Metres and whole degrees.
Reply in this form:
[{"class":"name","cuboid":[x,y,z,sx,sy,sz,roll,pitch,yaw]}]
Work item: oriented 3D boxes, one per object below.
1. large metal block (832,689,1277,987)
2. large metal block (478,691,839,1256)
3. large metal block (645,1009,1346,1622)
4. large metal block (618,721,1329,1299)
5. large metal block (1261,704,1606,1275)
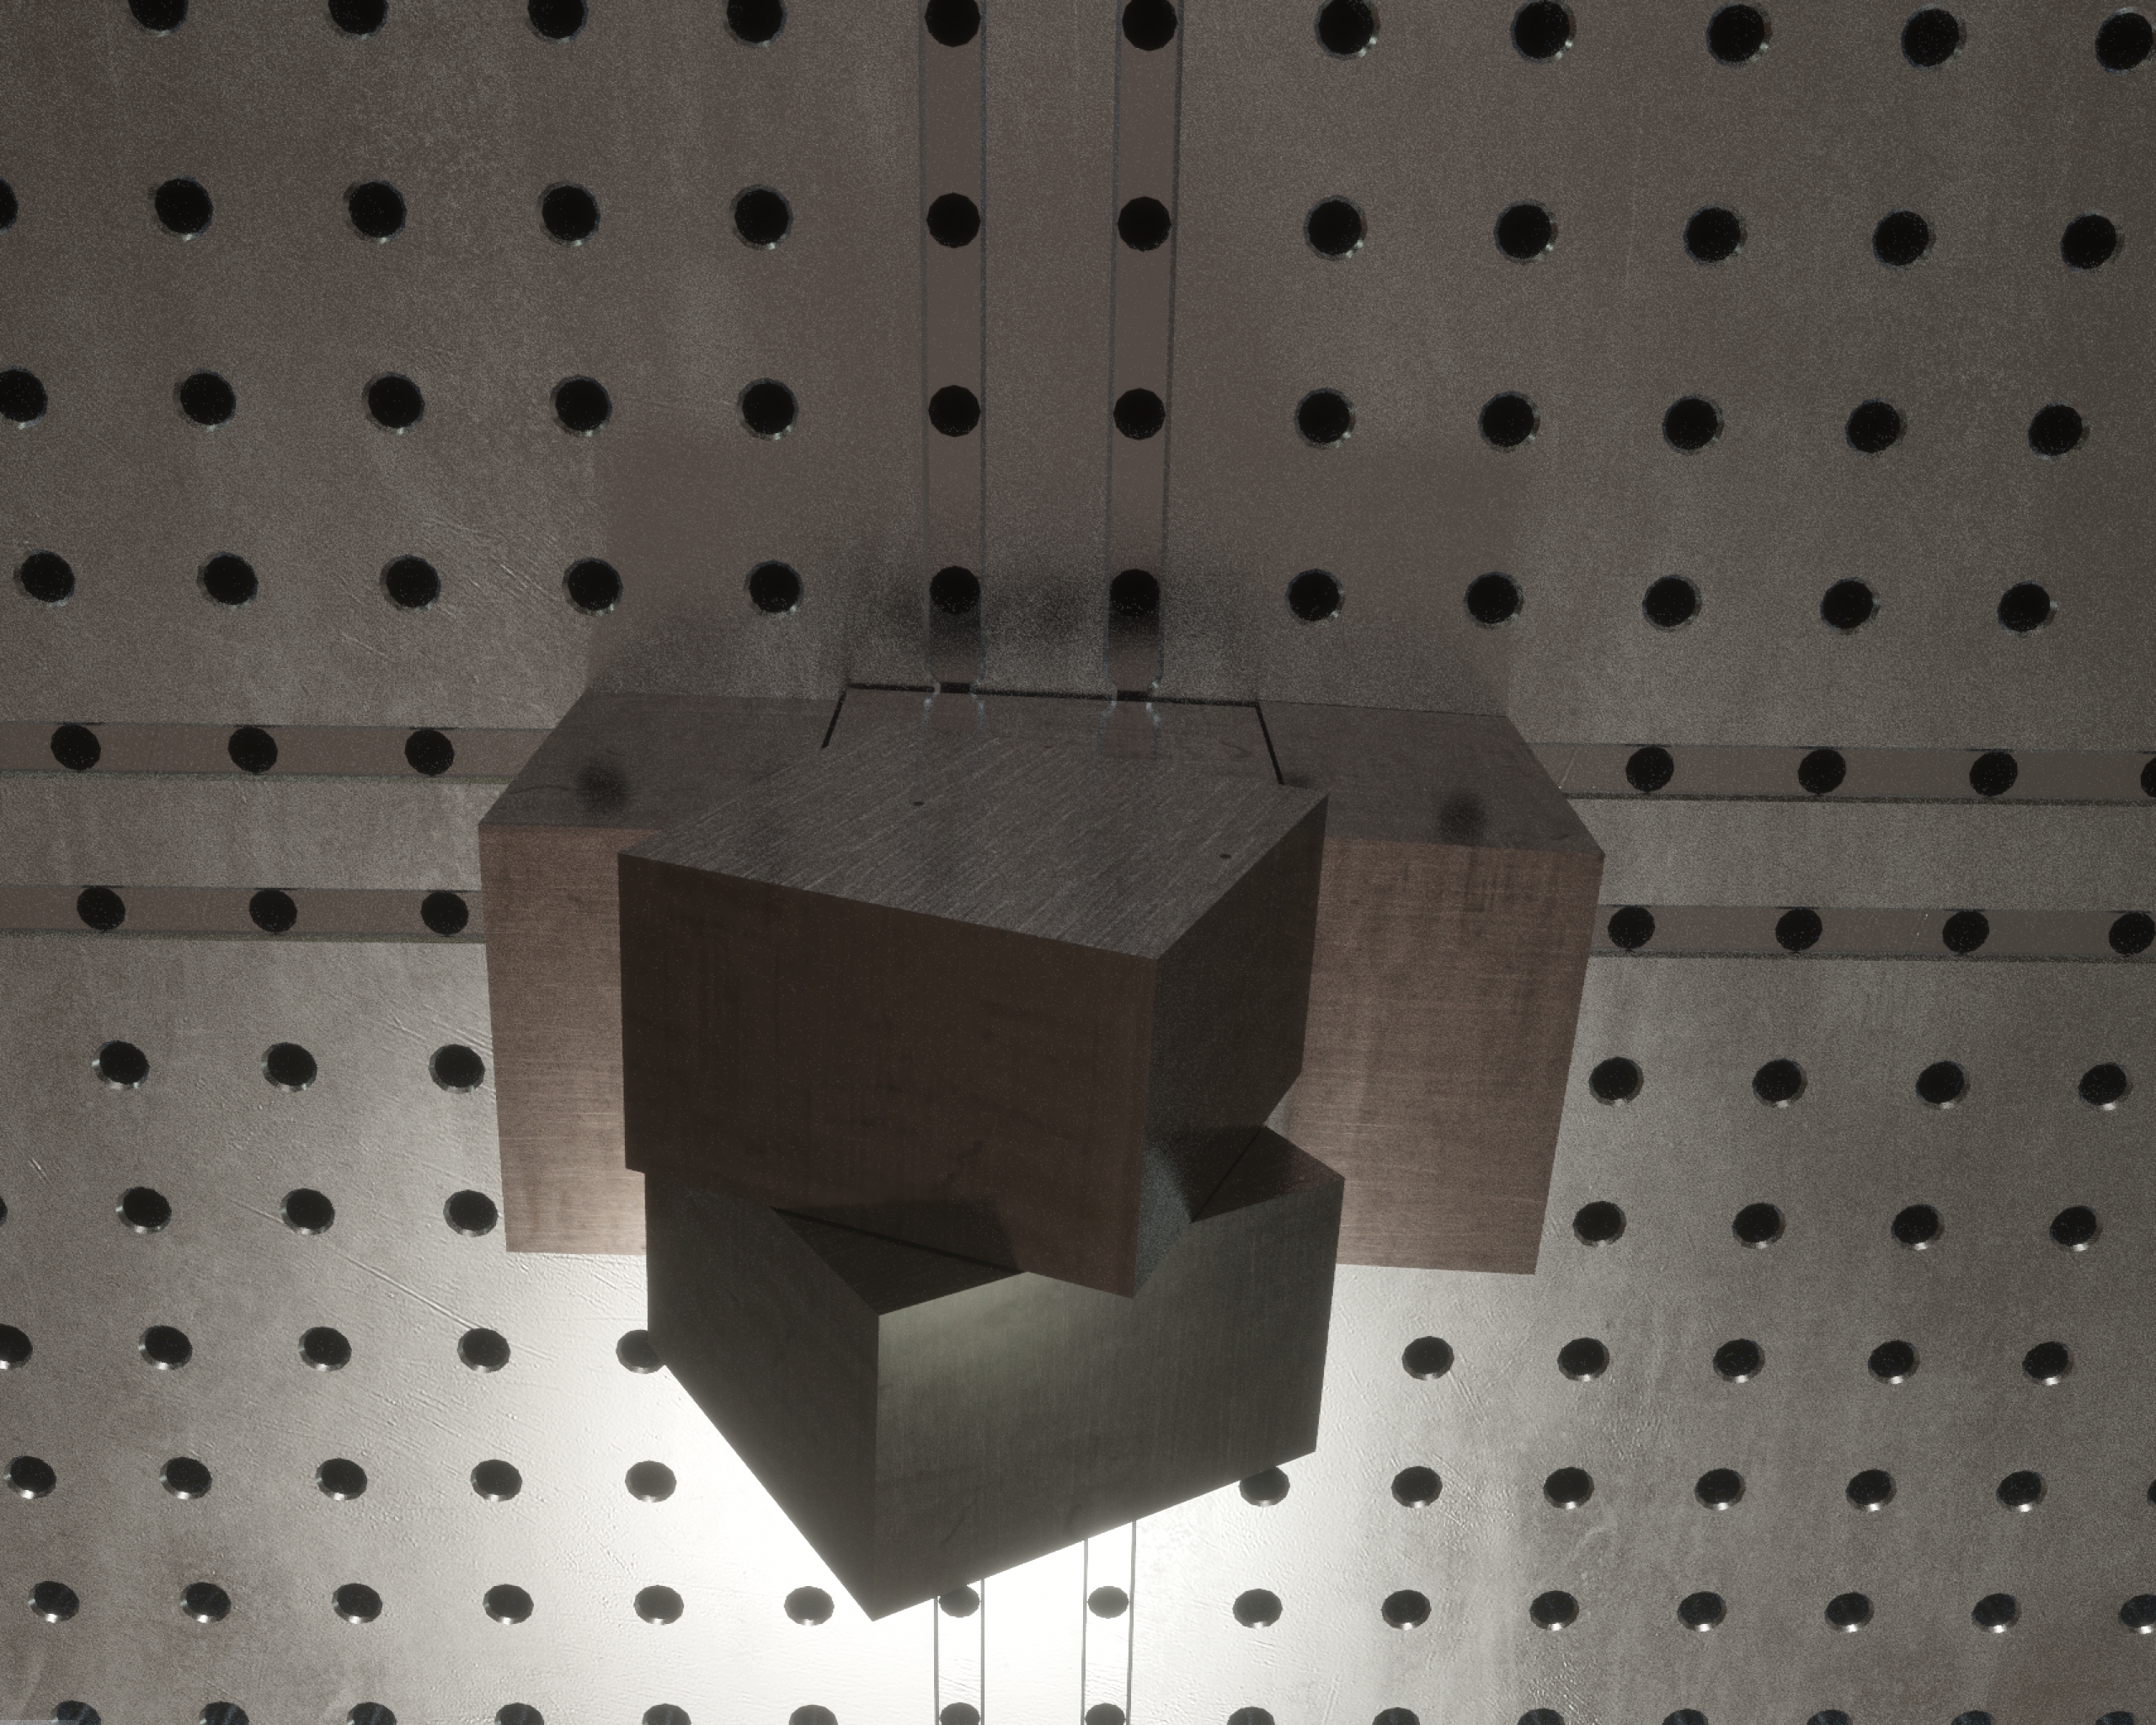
[{"class":"large metal block","cuboid":[-0.007,0.013,0.403,0.081,0.050,0.079,2,110,-2]},{"class":"large metal block","cuboid":[-0.074,0.018,0.390,0.050,0.080,0.079,2,110,-1]},{"class":"large metal block","cuboid":[-0.016,0.065,0.337,0.081,0.080,0.050,-10,114,-32]},{"class":"large metal block","cuboid":[-0.013,0.017,0.322,0.080,0.080,0.050,11,111,20]},{"class":"large metal block","cuboid":[0.058,0.020,0.392,0.050,0.080,0.079,4,110,-2]}]
